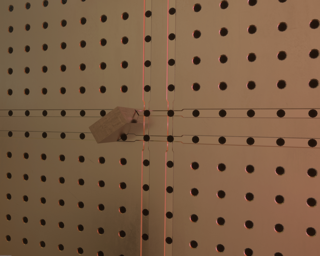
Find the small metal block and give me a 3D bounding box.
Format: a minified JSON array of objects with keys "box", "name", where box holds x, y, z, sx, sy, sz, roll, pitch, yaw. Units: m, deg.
[{"box":[-0.059,-0.004,0.421,0.050,0.050,0.025,-34,79,17],"name":"small metal block"}]
